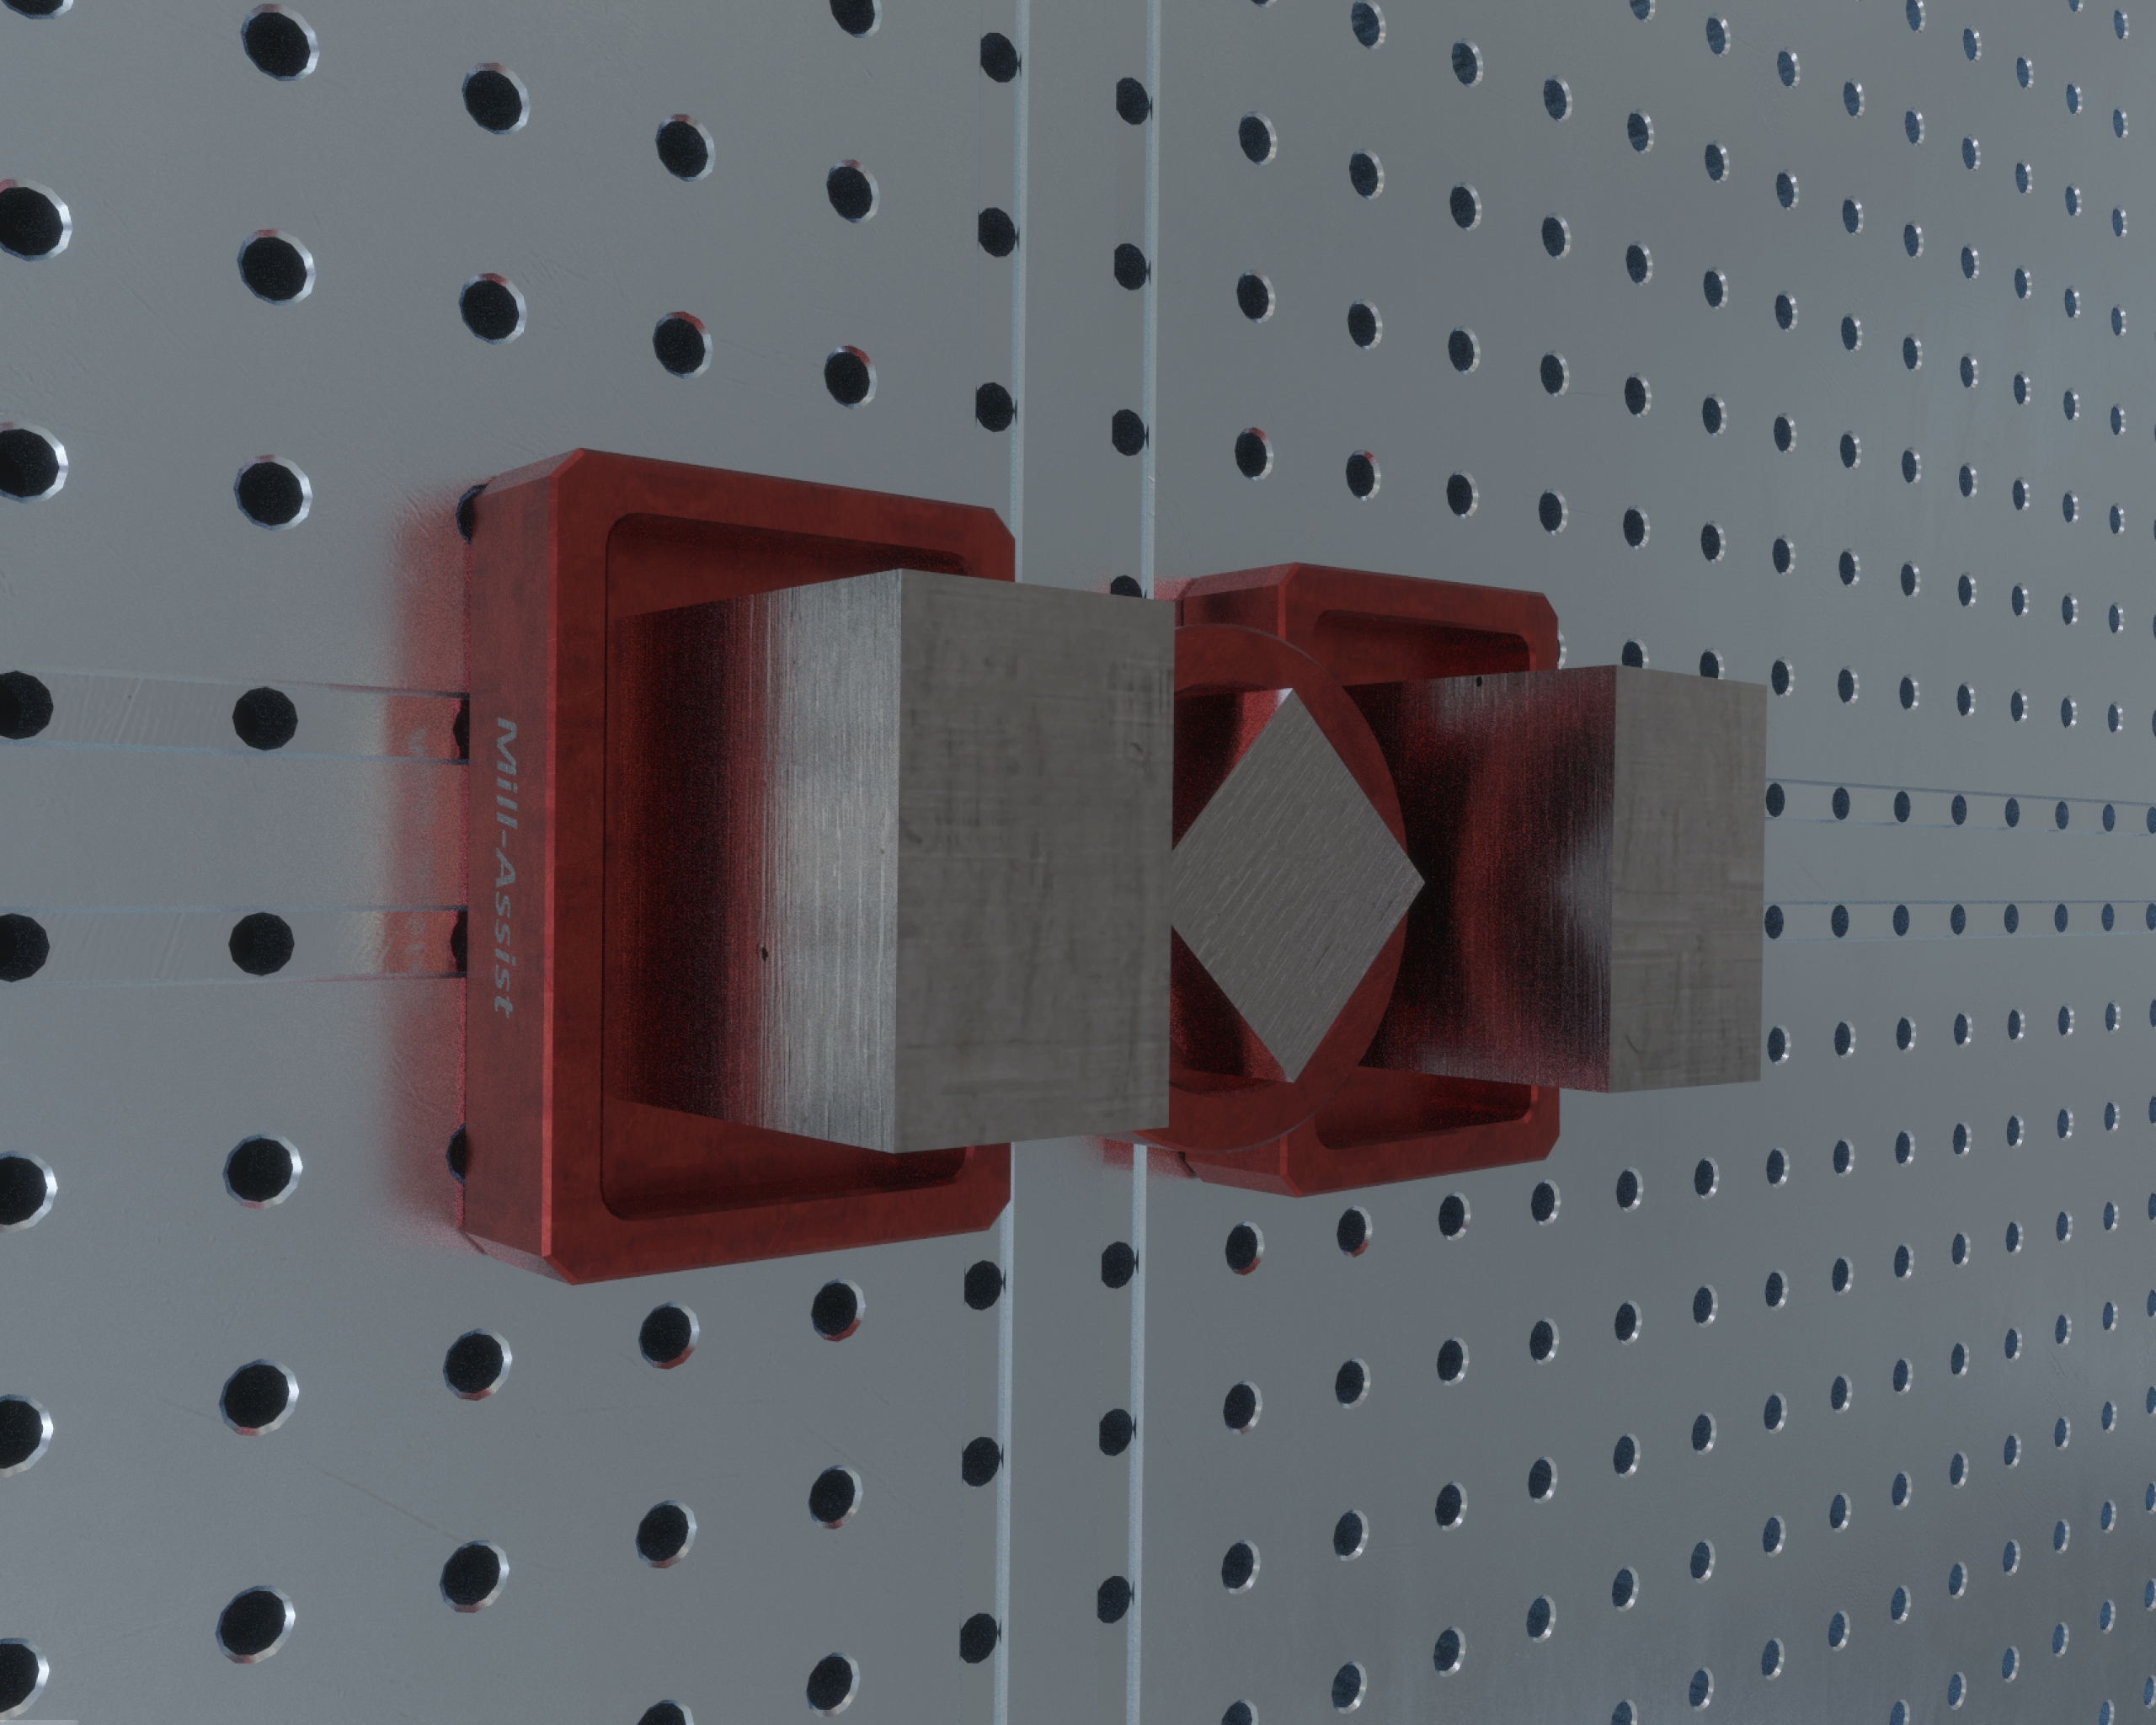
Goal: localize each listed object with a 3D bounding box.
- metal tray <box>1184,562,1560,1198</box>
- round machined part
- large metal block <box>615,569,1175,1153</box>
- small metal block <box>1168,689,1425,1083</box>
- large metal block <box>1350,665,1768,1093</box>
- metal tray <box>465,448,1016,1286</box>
[{"bbox_3d":[0.066,0.003,0.460,0.091,0.030,0.129,0,90,-40],"label":"metal tray"},{"bbox_3d":[0.015,0.005,0.399,0.099,0.042,0.097,0,90,-40],"label":"round machined part"},{"bbox_3d":[-0.031,0.000,0.330,0.050,0.080,0.080,1,90,-40],"label":"large metal block"},{"bbox_3d":[0.030,0.004,0.381,0.050,0.025,0.050,52,60,-27],"label":"small metal block"},{"bbox_3d":[0.093,0.003,0.433,0.050,0.080,0.080,2,89,-40],"label":"large metal block"},{"bbox_3d":[-0.055,0.001,0.358,0.091,0.030,0.129,1,89,-40],"label":"metal tray"}]
